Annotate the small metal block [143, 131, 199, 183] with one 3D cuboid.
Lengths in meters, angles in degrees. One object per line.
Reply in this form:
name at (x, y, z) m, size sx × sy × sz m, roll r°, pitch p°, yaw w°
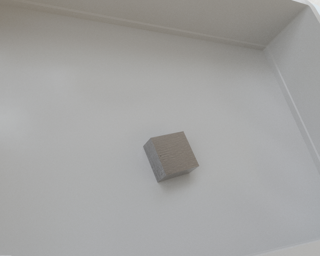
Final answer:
small metal block at (0.014, 0.035, 0.391) m, size 0.050 × 0.025 × 0.050 m, roll -10°, pitch 67°, yaw -33°
